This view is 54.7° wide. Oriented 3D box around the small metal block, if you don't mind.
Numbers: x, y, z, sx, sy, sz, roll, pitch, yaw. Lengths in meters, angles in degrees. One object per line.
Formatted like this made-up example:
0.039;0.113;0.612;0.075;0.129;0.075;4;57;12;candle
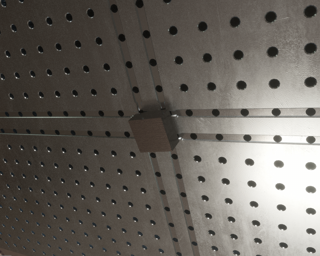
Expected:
-0.008;0.005;0.417;0.050;0.025;0.050;-5;116;30;small metal block
